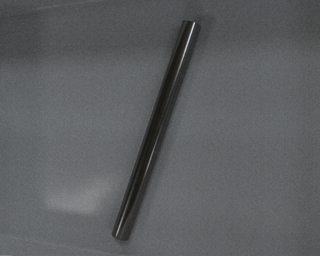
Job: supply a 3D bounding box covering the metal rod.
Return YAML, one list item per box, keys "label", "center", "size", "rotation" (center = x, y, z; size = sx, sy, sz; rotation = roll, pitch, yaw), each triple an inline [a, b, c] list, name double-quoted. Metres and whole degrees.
- label: "metal rod"
  center: [-0.007, 0.008, 0.411]
  size: [0.025, 0.025, 0.298]
  rotation: [21, 97, 19]
